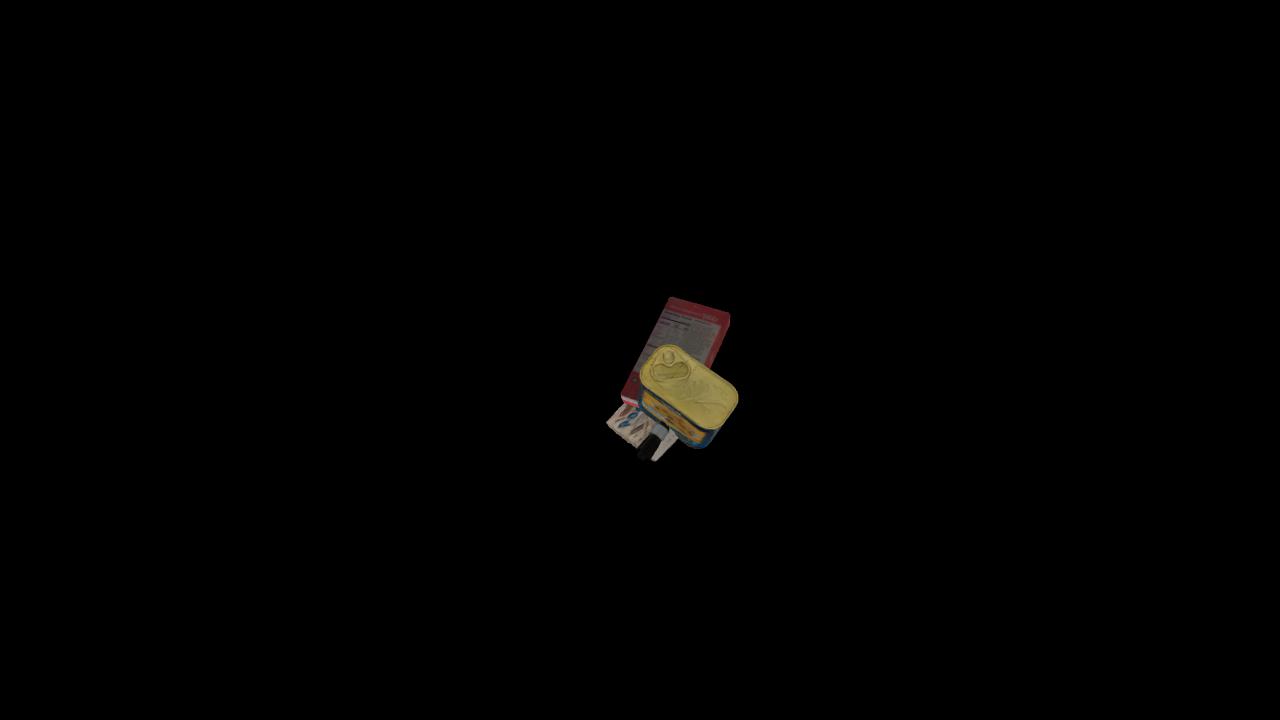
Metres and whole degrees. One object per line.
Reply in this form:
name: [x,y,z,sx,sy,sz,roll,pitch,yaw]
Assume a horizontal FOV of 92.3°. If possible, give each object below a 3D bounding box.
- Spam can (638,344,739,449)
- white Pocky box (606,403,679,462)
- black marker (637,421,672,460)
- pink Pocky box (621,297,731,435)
Spam can: [0.047,0.043,0.655,0.101,0.058,0.085,36,-22,12]
white Pocky box: [0.014,0.069,0.743,0.028,0.084,0.154,47,-9,-16]
black marker: [0.035,0.063,0.682,0.020,0.020,0.121,0,43,50]
pink Pocky box: [0.046,-0.003,0.757,0.084,0.155,0.029,18,-26,18]
